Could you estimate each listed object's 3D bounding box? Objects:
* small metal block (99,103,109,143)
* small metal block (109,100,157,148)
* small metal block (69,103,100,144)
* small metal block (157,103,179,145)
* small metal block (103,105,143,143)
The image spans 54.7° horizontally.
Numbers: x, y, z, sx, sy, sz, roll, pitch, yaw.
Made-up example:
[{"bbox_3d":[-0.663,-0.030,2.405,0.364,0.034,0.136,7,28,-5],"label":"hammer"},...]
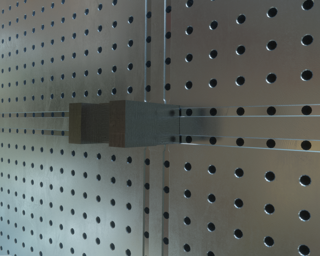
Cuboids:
[{"bbox_3d":[-0.050,-0.006,0.384,0.050,0.025,0.050,1,91,39],"label":"small metal block"},{"bbox_3d":[-0.029,-0.004,0.348,0.025,0.050,0.050,1,90,40],"label":"small metal block"},{"bbox_3d":[-0.088,-0.006,0.397,0.025,0.050,0.050,1,90,40],"label":"small metal block"},{"bbox_3d":[-0.001,-0.005,0.391,0.025,0.050,0.050,-1,90,40],"label":"small metal block"},{"bbox_3d":[-0.051,-0.005,0.432,0.025,0.050,0.050,1,91,40],"label":"small metal block"}]
